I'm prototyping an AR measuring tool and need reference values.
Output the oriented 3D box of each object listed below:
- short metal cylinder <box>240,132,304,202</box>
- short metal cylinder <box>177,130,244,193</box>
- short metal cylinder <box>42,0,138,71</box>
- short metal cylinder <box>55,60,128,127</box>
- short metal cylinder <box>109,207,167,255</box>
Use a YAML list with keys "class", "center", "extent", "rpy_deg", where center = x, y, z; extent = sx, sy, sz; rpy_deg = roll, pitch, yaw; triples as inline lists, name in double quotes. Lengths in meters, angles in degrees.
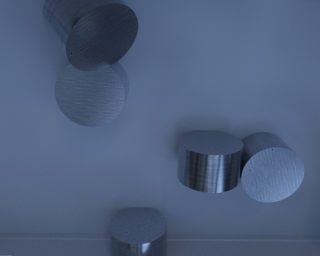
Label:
- class: "short metal cylinder"
  center: [0.143, 0.052, 0.417]
  extent: [0.081, 0.050, 0.079]
  rpy_deg: [-1, 111, -2]
- class: "short metal cylinder"
  center: [0.063, 0.040, 0.397]
  extent: [0.081, 0.080, 0.050]
  rpy_deg: [1, 110, -1]
- class: "short metal cylinder"
  center: [-0.070, -0.105, 0.315]
  extent: [0.080, 0.080, 0.050]
  rpy_deg: [-45, 67, 14]
- class: "short metal cylinder"
  center: [-0.081, -0.047, 0.380]
  extent: [0.081, 0.050, 0.079]
  rpy_deg: [0, 110, 0]
- class: "short metal cylinder"
  center: [-0.031, 0.157, 0.440]
  extent: [0.081, 0.080, 0.050]
  rpy_deg: [1, 110, -1]
